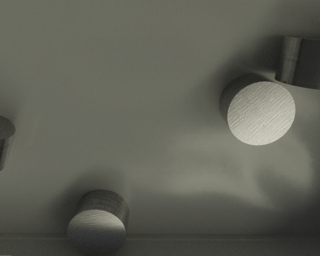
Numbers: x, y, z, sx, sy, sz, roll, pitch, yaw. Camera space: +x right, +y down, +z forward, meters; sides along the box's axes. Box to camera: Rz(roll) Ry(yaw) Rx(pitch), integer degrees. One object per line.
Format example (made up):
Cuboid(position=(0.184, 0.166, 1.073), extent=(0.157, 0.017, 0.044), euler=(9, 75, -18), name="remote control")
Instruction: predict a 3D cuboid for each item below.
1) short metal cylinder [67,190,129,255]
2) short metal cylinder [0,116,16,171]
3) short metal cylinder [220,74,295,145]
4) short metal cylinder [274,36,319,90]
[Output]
Cuboid(position=(-0.087, 0.137, 0.447), extent=(0.081, 0.050, 0.079), euler=(0, 110, -1), name="short metal cylinder")
Cuboid(position=(-0.229, 0.017, 0.385), extent=(0.080, 0.080, 0.050), euler=(20, 109, -8), name="short metal cylinder")
Cuboid(position=(0.120, -0.025, 0.391), extent=(0.081, 0.050, 0.079), euler=(0, 110, -1), name="short metal cylinder")
Cuboid(position=(0.179, -0.077, 0.356), extent=(0.081, 0.080, 0.050), euler=(4, 110, -2), name="short metal cylinder")
